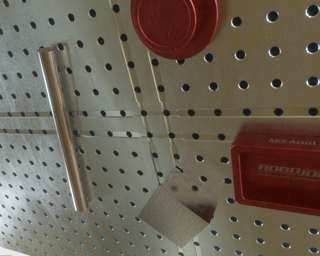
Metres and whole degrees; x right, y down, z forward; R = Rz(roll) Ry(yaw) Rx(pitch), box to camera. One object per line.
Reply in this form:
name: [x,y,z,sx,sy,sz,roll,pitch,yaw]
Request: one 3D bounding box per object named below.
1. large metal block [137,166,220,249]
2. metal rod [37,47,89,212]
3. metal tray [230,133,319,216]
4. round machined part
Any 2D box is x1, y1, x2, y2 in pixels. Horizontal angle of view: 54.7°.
large metal block: [0.026,0.117,0.454,0.080,0.050,0.079,36,129,4]
metal rod: [-0.151,0.020,0.502,0.025,0.025,0.298,12,124,22]
metal tray: [0.153,0.054,0.360,0.130,0.030,0.089,3,120,26]
round machined part: [0.012,-0.118,0.321,0.098,0.042,0.097,13,124,21]
